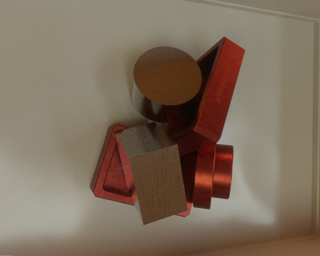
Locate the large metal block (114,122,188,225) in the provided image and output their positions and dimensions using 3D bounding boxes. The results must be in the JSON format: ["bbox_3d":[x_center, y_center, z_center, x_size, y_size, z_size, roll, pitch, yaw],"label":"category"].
[{"bbox_3d":[-0.012,0.047,0.352,0.050,0.080,0.079,-15,111,-14],"label":"large metal block"}]

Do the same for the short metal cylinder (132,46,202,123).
[{"bbox_3d":[0.006,-0.053,0.383,0.081,0.050,0.080,3,67,-7],"label":"short metal cylinder"}]

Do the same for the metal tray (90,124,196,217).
[{"bbox_3d":[-0.013,0.056,0.401,0.131,0.030,0.090,18,84,-19],"label":"metal tray"}]

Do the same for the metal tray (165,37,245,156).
[{"bbox_3d":[0.051,-0.036,0.378,0.030,0.090,0.130,28,65,-15],"label":"metal tray"}]

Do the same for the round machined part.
[{"bbox_3d":[0.069,0.054,0.393,0.042,0.098,0.097,5,88,10],"label":"round machined part"}]
